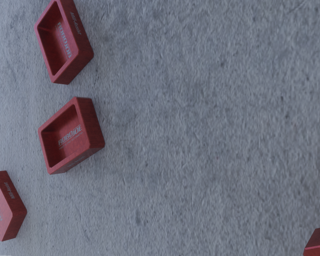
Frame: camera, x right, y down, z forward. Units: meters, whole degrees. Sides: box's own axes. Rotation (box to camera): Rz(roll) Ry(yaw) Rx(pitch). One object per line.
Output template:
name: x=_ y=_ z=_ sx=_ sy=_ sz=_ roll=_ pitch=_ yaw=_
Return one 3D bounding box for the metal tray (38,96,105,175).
metal tray: x=-0.154 y=0.015 z=0.525 sx=0.130 sy=0.030 sz=0.090 roll=-31 pitch=71 yaw=35

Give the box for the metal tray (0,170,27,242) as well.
metal tray: x=-0.345 y=0.169 z=0.682 sx=0.130 sy=0.030 sz=0.089 roll=46 pitch=117 yaw=30

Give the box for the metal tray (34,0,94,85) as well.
metal tray: x=-0.170 y=-0.153 z=0.538 sx=0.090 sy=0.030 sz=0.130 roll=-36 pitch=68 yaw=34

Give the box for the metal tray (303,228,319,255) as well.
metal tray: x=0.181 y=0.128 z=0.220 sx=0.090 sy=0.030 sz=0.130 roll=-39 pitch=81 yaw=45
